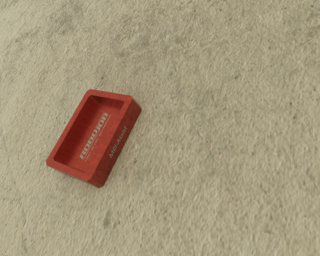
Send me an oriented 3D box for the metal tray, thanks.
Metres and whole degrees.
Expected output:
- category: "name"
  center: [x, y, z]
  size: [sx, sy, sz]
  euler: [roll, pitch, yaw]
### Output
- category: "metal tray"
  center: [-0.093, 0.010, 0.441]
  size: [0.090, 0.030, 0.130]
  euler: [13, 68, 33]
